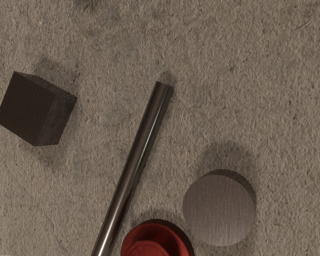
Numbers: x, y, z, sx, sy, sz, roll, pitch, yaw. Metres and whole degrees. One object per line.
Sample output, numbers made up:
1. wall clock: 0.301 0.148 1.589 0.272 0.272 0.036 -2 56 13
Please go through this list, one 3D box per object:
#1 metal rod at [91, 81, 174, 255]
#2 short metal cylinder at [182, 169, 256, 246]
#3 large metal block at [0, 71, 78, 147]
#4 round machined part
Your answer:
1. metal rod: -0.046 0.081 0.424 0.025 0.025 0.298 23 97 18
2. short metal cylinder: 0.072 0.092 0.370 0.080 0.050 0.079 0 90 19
3. large metal block: -0.182 -0.028 0.458 0.080 0.050 0.080 28 99 17
4. round machined part: -0.008 0.173 0.402 0.098 0.042 0.097 0 90 19
